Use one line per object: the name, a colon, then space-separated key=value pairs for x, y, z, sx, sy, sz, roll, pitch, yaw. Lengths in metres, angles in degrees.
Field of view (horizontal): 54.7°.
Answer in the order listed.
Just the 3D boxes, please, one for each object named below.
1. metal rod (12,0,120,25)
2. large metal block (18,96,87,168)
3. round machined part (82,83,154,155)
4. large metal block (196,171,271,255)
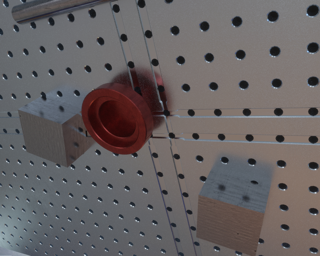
metal rod: x=-0.056 y=-0.154 z=0.345 sx=0.300 sy=0.025 sz=0.025 roll=-1 pitch=118 yaw=28
large metal block: x=-0.166 y=0.005 z=0.485 sx=0.080 sy=0.050 sz=0.079 roll=17 pitch=125 yaw=18
round machined part: x=-0.052 y=-0.016 z=0.418 sx=0.098 sy=0.042 sz=0.097 roll=13 pitch=124 yaw=21
large metal block: x=0.096 y=0.114 z=0.415 sx=0.080 sy=0.050 sz=0.079 roll=12 pitch=124 yaw=21
